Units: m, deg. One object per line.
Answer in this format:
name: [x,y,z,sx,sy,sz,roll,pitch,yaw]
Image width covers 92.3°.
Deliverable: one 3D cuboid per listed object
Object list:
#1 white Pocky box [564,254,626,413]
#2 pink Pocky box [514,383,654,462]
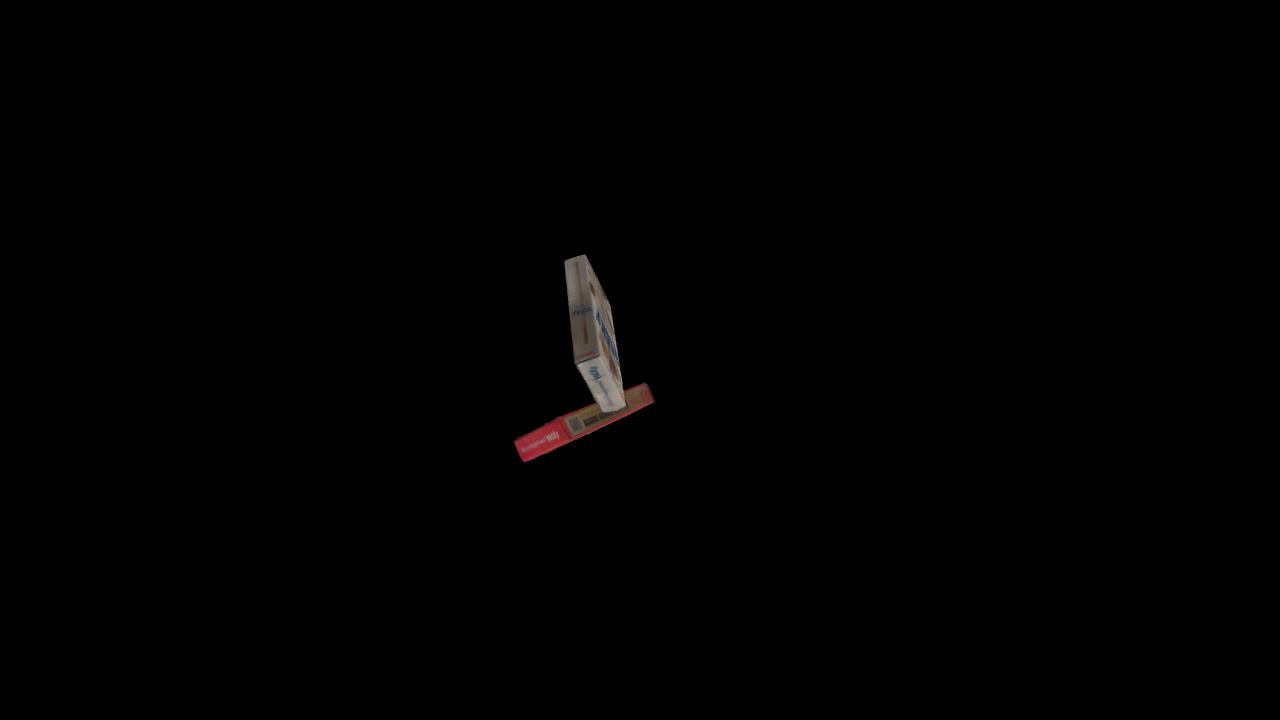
white Pocky box: [-0.048,-0.030,0.634,0.028,0.154,0.084,-17,-43,7]
pink Pocky box: [-0.060,0.069,0.702,0.084,0.029,0.155,-29,-6,38]
